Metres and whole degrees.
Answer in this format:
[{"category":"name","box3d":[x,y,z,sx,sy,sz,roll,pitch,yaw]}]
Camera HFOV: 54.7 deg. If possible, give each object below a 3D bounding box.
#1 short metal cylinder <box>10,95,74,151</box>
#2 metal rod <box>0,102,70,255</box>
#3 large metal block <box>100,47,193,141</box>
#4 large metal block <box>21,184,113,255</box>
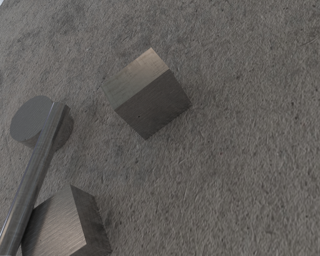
[{"category":"short metal cylinder","box3d":[-0.185,-0.004,0.488,0.080,0.050,0.080,-13,56,21]},{"category":"metal rod","box3d":[-0.165,0.102,0.363,0.025,0.025,0.300,-3,60,27]},{"category":"large metal block","box3d":[-0.015,-0.042,0.402,0.080,0.080,0.050,-37,51,4]},{"category":"large metal block","box3d":[-0.115,0.128,0.369,0.080,0.050,0.080,-35,51,5]}]
